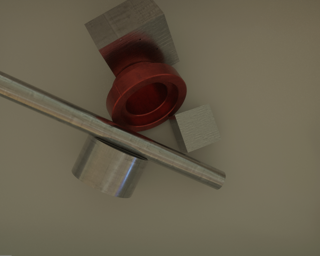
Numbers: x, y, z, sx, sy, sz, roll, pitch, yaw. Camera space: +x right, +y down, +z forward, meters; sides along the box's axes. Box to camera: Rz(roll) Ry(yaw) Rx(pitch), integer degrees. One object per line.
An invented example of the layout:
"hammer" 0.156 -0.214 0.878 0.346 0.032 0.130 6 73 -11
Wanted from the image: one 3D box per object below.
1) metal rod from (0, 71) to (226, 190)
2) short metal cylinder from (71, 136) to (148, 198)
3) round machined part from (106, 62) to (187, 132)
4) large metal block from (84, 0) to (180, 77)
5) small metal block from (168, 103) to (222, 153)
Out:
"metal rod" -0.055 0.006 0.361 0.302 0.025 0.025 25 90 -14
"short metal cylinder" -0.061 0.045 0.383 0.080 0.080 0.050 25 91 -1
"round machined part" -0.020 -0.042 0.382 0.098 0.098 0.042 -30 59 0
"large metal block" -0.031 -0.102 0.376 0.080 0.080 0.050 -30 58 -1
"small metal block" 0.046 0.001 0.405 0.050 0.025 0.050 -19 90 -18
